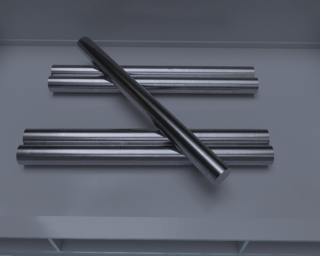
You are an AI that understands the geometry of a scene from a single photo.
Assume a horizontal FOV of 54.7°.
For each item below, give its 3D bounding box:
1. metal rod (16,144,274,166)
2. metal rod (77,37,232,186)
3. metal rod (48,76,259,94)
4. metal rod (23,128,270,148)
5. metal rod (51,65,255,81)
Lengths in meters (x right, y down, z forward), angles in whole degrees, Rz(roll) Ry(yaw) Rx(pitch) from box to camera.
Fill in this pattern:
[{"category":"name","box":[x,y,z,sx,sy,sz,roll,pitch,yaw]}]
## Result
[{"category":"metal rod","box":[-0.017,0.033,0.375,0.302,0.025,0.025,0,50,0]},{"category":"metal rod","box":[-0.025,-0.039,0.404,0.025,0.025,0.300,-31,57,-23]},{"category":"metal rod","box":[-0.010,-0.063,0.456,0.302,0.025,0.025,1,50,0]},{"category":"metal rod","box":[-0.017,0.013,0.391,0.302,0.025,0.025,0,50,0]},{"category":"metal rod","box":[-0.010,-0.082,0.472,0.302,0.025,0.025,1,50,0]}]
